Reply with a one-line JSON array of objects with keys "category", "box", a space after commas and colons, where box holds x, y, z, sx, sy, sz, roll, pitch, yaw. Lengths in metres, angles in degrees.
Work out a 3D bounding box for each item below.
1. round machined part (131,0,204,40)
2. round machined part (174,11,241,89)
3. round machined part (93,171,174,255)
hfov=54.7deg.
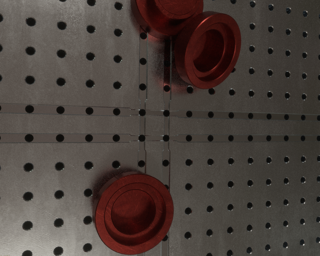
[{"category": "round machined part", "box": [0.015, -0.171, 0.410, 0.099, 0.042, 0.097, 0, 90, -21]}, {"category": "round machined part", "box": [0.058, -0.104, 0.412, 0.099, 0.042, 0.097, -20, 126, -30]}, {"category": "round machined part", "box": [-0.036, 0.103, 0.391, 0.099, 0.042, 0.097, 0, 90, -21]}]
